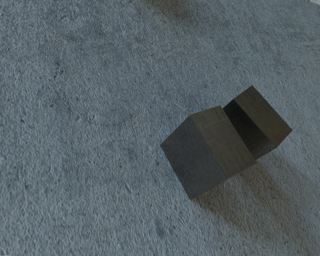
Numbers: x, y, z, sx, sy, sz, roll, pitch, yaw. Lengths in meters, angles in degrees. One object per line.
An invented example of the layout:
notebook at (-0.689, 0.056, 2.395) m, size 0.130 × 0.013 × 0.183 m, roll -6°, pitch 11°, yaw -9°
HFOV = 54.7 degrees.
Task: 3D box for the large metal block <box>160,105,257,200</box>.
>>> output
large metal block at (0.055, 0.031, 0.379) m, size 0.050 × 0.080 × 0.080 m, roll -18°, pitch 72°, yaw -35°

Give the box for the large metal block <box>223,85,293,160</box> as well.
large metal block at (0.117, 0.002, 0.430) m, size 0.050 × 0.080 × 0.080 m, roll -34°, pitch 81°, yaw -38°
